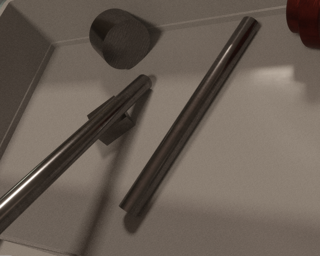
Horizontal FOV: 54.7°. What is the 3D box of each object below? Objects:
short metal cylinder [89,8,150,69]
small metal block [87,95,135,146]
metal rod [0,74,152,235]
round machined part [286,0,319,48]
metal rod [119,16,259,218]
[{"bbox_3d":[-0.063,-0.140,0.488,0.080,0.080,0.050,-42,51,-1],"label":"short metal cylinder"},{"bbox_3d":[-0.071,-0.011,0.448,0.050,0.025,0.050,-36,51,3],"label":"small metal block"},{"bbox_3d":[-0.096,0.018,0.362,0.025,0.025,0.301,8,40,31],"label":"metal rod"},{"bbox_3d":[0.180,-0.142,0.352,0.042,0.098,0.098,22,73,42],"label":"round machined part"},{"bbox_3d":[0.044,-0.023,0.396,0.025,0.025,0.300,25,75,36],"label":"metal rod"}]
